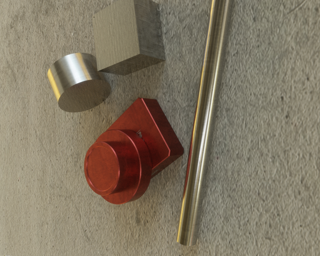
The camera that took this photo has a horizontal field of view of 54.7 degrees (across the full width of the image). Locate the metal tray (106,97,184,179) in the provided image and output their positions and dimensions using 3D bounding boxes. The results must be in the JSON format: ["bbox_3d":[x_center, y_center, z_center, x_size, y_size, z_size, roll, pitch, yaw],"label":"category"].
[{"bbox_3d":[-0.038,0.031,0.431,0.129,0.030,0.090,-42,65,31],"label":"metal tray"}]

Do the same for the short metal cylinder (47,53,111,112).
[{"bbox_3d":[-0.121,-0.067,0.466,0.080,0.081,0.050,-41,65,32],"label":"short metal cylinder"}]

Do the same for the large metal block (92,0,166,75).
[{"bbox_3d":[-0.044,-0.123,0.422,0.080,0.050,0.080,-11,83,39],"label":"large metal block"}]

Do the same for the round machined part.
[{"bbox_3d":[-0.061,0.051,0.402,0.098,0.042,0.097,0,90,39],"label":"round machined part"}]

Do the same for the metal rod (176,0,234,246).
[{"bbox_3d":[0.052,-0.010,0.360,0.025,0.025,0.298,13,98,39],"label":"metal rod"}]
